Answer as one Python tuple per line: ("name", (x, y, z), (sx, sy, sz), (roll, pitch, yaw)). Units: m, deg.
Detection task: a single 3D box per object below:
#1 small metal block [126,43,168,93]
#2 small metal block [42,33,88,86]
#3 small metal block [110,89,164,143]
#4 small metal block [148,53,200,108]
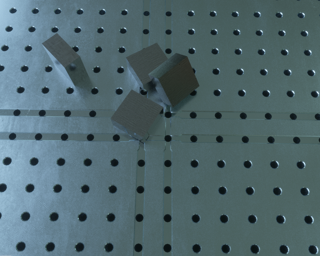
("small metal block", (-0.014, -0.086, 0.443), (0.050, 0.025, 0.050), (-28, 73, -10))
("small metal block", (-0.131, -0.094, 0.431), (0.025, 0.050, 0.050), (-41, 76, -14))
("small metal block", (-0.030, -0.016, 0.417), (0.050, 0.025, 0.050), (30, 72, 10))
("small metal block", (0.020, -0.065, 0.420), (0.050, 0.050, 0.025), (-40, 39, -13))
